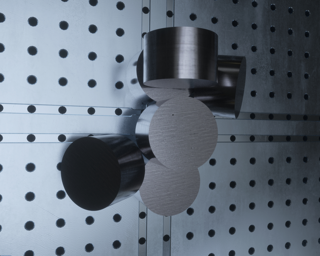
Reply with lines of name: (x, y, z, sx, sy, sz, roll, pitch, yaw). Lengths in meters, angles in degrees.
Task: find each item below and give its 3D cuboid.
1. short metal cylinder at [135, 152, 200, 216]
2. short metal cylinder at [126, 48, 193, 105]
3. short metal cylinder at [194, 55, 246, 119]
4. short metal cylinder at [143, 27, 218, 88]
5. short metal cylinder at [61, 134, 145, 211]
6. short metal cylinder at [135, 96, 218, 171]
short metal cylinder: (0.004, 0.067, 0.400, 0.081, 0.050, 0.079, 0, 91, -20)
short metal cylinder: (0.002, -0.069, 0.399, 0.081, 0.050, 0.079, 0, 91, -20)
short metal cylinder: (0.080, -0.055, 0.405, 0.050, 0.080, 0.080, 9, 86, 21)
short metal cylinder: (0.022, -0.073, 0.337, 0.081, 0.080, 0.050, 0, 90, -20)
short metal cylinder: (-0.064, 0.048, 0.354, 0.050, 0.080, 0.079, -4, 92, -64)
short metal cylinder: (0.018, 0.006, 0.352, 0.081, 0.050, 0.079, 0, 90, -20)
